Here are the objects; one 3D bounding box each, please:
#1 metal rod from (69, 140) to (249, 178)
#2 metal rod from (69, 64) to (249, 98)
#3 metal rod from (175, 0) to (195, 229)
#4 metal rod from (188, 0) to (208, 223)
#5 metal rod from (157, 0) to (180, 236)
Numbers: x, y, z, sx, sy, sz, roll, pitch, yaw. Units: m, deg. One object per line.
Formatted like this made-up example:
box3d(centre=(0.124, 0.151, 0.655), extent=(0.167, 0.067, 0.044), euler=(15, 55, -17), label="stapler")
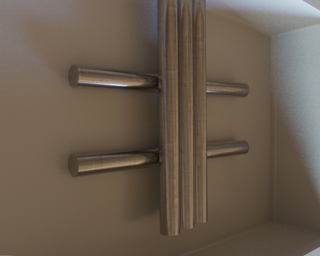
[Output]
box3d(centre=(0.024, 0.036, 0.425), extent=(0.302, 0.025, 0.025), euler=(-2, 91, -40), label="metal rod")
box3d(centre=(0.024, -0.059, 0.425), extent=(0.302, 0.025, 0.025), euler=(-2, 92, -40), label="metal rod")
box3d(centre=(0.031, -0.023, 0.396), extent=(0.025, 0.025, 0.298), euler=(-1, 91, -40), label="metal rod")
box3d(centre=(0.049, -0.026, 0.412), extent=(0.025, 0.025, 0.298), euler=(-1, 91, -40), label="metal rod")
box3d(centre=(0.011, -0.021, 0.380), extent=(0.025, 0.025, 0.298), euler=(-1, 91, -40), label="metal rod")
